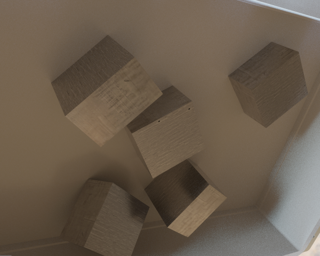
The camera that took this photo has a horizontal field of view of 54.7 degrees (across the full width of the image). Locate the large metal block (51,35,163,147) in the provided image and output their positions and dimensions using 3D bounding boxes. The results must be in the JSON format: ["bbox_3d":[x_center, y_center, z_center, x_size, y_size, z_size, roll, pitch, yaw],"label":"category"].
[{"bbox_3d":[-0.057,-0.041,0.318,0.080,0.080,0.050,-41,130,-1],"label":"large metal block"}]

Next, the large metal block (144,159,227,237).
[{"bbox_3d":[0.035,0.096,0.454,0.080,0.080,0.050,-47,130,4],"label":"large metal block"}]

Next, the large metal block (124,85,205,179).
[{"bbox_3d":[0.004,0.005,0.399,0.080,0.050,0.080,-29,129,-10],"label":"large metal block"}]

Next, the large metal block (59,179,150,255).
[{"bbox_3d":[-0.069,0.123,0.408,0.080,0.050,0.080,45,56,-39],"label":"large metal block"}]

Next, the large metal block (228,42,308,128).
[{"bbox_3d":[0.156,-0.061,0.442,0.080,0.050,0.080,-38,130,-3],"label":"large metal block"}]
